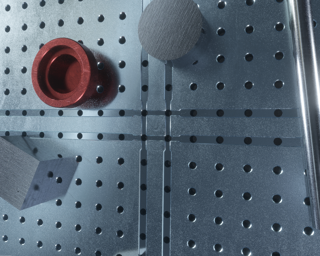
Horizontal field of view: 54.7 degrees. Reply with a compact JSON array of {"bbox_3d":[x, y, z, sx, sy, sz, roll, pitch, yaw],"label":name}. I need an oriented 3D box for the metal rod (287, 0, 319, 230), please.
[{"bbox_3d":[0.170,-0.038,0.352,0.025,0.025,0.298,-6,88,19],"label":"metal rod"}]

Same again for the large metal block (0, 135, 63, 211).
[{"bbox_3d":[-0.209,0.065,0.471,0.080,0.050,0.080,27,99,17],"label":"large metal block"}]

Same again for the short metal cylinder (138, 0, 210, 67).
[{"bbox_3d":[0.019,-0.121,0.392,0.080,0.050,0.079,0,90,19],"label":"short metal cylinder"}]

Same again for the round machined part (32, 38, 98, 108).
[{"bbox_3d":[-0.132,-0.077,0.449,0.098,0.042,0.097,0,90,19],"label":"round machined part"}]
